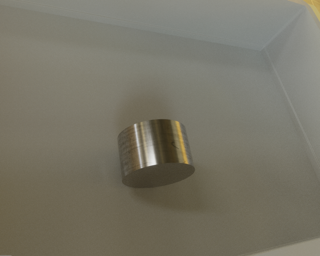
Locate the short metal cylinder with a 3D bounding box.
[{"bbox_3d":[-0.005,0.031,0.350,0.081,0.080,0.050,4,60,-27],"label":"short metal cylinder"}]
